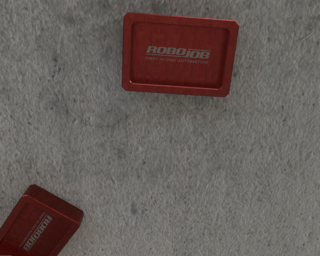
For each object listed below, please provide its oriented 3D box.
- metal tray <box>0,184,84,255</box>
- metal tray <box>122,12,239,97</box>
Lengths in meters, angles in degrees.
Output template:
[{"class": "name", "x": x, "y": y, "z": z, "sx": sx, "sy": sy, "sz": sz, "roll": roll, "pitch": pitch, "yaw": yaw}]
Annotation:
[{"class": "metal tray", "x": -0.187, "y": 0.157, "z": 0.462, "sx": 0.090, "sy": 0.030, "sz": 0.129, "roll": 34, "pitch": 106, "yaw": -12}, {"class": "metal tray", "x": 0.022, "y": -0.088, "z": 0.374, "sx": 0.131, "sy": 0.030, "sz": 0.089, "roll": 4, "pitch": 110, "yaw": -2}]
